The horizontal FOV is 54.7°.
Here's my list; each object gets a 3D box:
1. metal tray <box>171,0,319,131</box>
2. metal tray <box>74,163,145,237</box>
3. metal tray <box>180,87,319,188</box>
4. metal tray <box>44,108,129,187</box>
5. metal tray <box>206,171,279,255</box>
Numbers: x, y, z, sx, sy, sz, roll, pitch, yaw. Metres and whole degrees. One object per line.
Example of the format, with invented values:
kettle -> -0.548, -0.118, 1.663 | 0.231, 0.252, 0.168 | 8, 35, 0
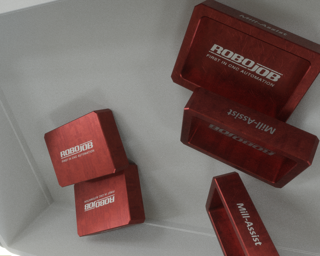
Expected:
metal tray -> 0.085, -0.064, 0.320 | 0.130, 0.030, 0.089 | 28, 128, 10
metal tray -> -0.084, 0.115, 0.488 | 0.130, 0.030, 0.090 | -26, 65, 37
metal tray -> 0.089, 0.014, 0.340 | 0.130, 0.030, 0.090 | 25, 157, 12
metal tray -> -0.114, 0.033, 0.467 | 0.130, 0.030, 0.090 | -20, 88, 35
metal tray -> 0.095, 0.129, 0.364 | 0.030, 0.130, 0.090 | -12, 142, -9
